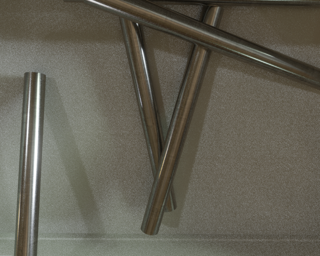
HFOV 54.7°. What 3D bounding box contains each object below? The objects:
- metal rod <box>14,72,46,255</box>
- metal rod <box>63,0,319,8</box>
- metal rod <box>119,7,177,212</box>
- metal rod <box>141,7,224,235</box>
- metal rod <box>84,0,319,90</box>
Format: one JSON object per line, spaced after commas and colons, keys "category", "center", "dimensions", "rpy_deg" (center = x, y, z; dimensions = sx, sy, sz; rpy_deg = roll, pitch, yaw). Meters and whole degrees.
{"category": "metal rod", "center": [-0.158, 0.082, 0.372], "dimensions": [0.025, 0.025, 0.298], "rpy_deg": [1, 84, -1]}
{"category": "metal rod", "center": [0.050, -0.147, 0.338], "dimensions": [0.302, 0.025, 0.025], "rpy_deg": [-1, 110, -6]}
{"category": "metal rod", "center": [-0.014, -0.022, 0.403], "dimensions": [0.025, 0.025, 0.298], "rpy_deg": [-10, 110, 3]}
{"category": "metal rod", "center": [0.024, 0.000, 0.393], "dimensions": [0.025, 0.025, 0.298], "rpy_deg": [14, 102, -6]}
{"category": "metal rod", "center": [0.068, -0.097, 0.347], "dimensions": [0.302, 0.025, 0.025], "rpy_deg": [15, 110, -18]}
